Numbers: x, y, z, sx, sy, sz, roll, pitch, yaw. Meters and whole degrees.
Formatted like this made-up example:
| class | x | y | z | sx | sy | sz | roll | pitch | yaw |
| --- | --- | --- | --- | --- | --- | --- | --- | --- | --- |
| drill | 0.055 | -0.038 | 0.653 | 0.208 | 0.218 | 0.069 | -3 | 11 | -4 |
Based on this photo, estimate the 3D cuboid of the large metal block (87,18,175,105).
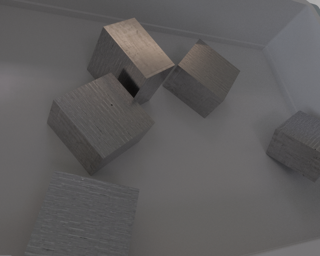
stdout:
| class | x | y | z | sx | sy | sz | roll | pitch | yaw |
| --- | --- | --- | --- | --- | --- | --- | --- | --- | --- |
| large metal block | -0.040 | -0.078 | 0.396 | 0.050 | 0.080 | 0.080 | -33 | 81 | -38 |

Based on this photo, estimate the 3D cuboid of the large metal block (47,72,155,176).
| class | x | y | z | sx | sy | sz | roll | pitch | yaw |
| --- | --- | --- | --- | --- | --- | --- | --- | --- | --- |
| large metal block | -0.068 | -0.006 | 0.357 | 0.080 | 0.050 | 0.081 | 49 | 51 | 6 |

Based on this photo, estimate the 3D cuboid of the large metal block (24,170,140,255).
| class | x | y | z | sx | sy | sz | roll | pitch | yaw |
| --- | --- | --- | --- | --- | --- | --- | --- | --- | --- |
| large metal block | -0.069 | 0.094 | 0.287 | 0.081 | 0.050 | 0.080 | 15 | 55 | -8 |

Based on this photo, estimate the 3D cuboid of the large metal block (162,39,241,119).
| class | x | y | z | sx | sy | sz | roll | pitch | yaw |
| --- | --- | --- | --- | --- | --- | --- | --- | --- | --- |
| large metal block | 0.064 | -0.076 | 0.470 | 0.080 | 0.050 | 0.080 | 38 | 51 | -3 |

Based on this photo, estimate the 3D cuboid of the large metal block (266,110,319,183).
| class | x | y | z | sx | sy | sz | roll | pitch | yaw |
| --- | --- | --- | --- | --- | --- | --- | --- | --- | --- |
| large metal block | 0.225 | 0.025 | 0.475 | 0.081 | 0.050 | 0.080 | -28 | 49 | -37 |
